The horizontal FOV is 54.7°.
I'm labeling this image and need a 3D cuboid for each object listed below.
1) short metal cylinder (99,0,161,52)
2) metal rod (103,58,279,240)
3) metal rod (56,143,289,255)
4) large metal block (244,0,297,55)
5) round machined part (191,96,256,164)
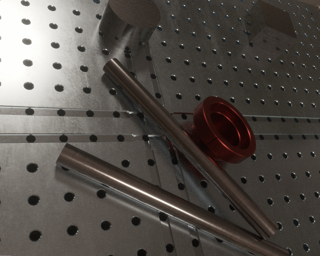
[{"bbox_3d":[-0.046,-0.163,0.468,0.081,0.050,0.080,14,56,-21],"label":"short metal cylinder"},{"bbox_3d":[0.034,0.020,0.402,0.300,0.025,0.025,46,51,9],"label":"metal rod"},{"bbox_3d":[0.024,0.096,0.364,0.301,0.025,0.025,28,52,-11],"label":"metal rod"},{"bbox_3d":[0.229,-0.209,0.646,0.081,0.050,0.080,14,56,-21],"label":"large metal block"},{"bbox_3d":[0.083,0.007,0.430,0.099,0.042,0.098,26,42,-26],"label":"round machined part"}]
